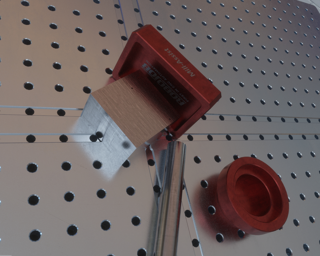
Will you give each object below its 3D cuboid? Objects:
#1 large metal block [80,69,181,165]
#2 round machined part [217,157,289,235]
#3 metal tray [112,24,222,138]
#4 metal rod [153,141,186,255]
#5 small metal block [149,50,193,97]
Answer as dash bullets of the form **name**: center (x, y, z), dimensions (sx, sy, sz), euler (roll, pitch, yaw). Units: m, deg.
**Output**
- **large metal block**: center (-0.036, -0.015, 0.383), dimensions (0.080, 0.050, 0.081), euler (50, 51, 6)
- **round machined part**: center (0.116, 0.091, 0.407), dimensions (0.099, 0.042, 0.098), euler (14, 56, -21)
- **metal tray**: center (0.004, -0.057, 0.405), dimensions (0.130, 0.090, 0.030), euler (45, 51, 2)
- **metal rod**: center (0.004, 0.146, 0.322), dimensions (0.025, 0.025, 0.300), euler (20, 54, -17)
- **small metal block**: center (0.018, -0.083, 0.470), dimensions (0.050, 0.025, 0.050), euler (27, 52, -11)
